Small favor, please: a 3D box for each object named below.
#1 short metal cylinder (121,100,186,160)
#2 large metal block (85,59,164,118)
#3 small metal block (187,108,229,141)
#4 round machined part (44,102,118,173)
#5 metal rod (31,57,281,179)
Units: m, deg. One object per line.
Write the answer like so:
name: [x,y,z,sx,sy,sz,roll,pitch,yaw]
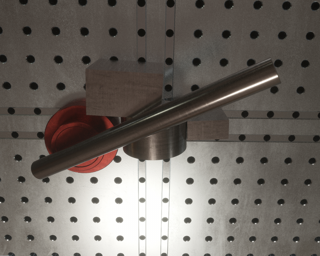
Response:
short metal cylinder: [-0.007,0.000,0.384,0.081,0.080,0.050,-1,110,0]
large metal block: [-0.038,-0.049,0.366,0.081,0.080,0.050,3,110,-2]
small metal block: [0.058,-0.006,0.399,0.050,0.050,0.025,-2,110,0]
round machined part: [-0.104,0.017,0.409,0.099,0.042,0.097,0,110,-1]
metal rod: [-0.026,0.001,0.331,0.300,0.025,0.025,-22,110,24]
